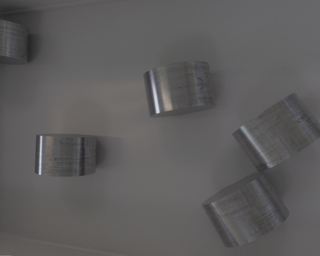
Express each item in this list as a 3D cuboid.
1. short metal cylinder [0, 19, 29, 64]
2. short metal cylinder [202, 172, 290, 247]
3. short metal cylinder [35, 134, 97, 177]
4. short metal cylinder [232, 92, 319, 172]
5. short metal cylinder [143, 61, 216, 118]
[{"bbox_3d":[-0.242,-0.128,0.467,0.080,0.080,0.050,3,91,20],"label":"short metal cylinder"},{"bbox_3d":[0.094,0.090,0.348,0.080,0.080,0.050,-32,80,17],"label":"short metal cylinder"},{"bbox_3d":[-0.128,0.035,0.427,0.080,0.080,0.050,3,91,20],"label":"short metal cylinder"},{"bbox_3d":[0.127,0.005,0.336,0.080,0.080,0.050,-36,79,16],"label":"short metal cylinder"},{"bbox_3d":[0.023,-0.044,0.373,0.080,0.080,0.050,-10,87,20],"label":"short metal cylinder"}]
